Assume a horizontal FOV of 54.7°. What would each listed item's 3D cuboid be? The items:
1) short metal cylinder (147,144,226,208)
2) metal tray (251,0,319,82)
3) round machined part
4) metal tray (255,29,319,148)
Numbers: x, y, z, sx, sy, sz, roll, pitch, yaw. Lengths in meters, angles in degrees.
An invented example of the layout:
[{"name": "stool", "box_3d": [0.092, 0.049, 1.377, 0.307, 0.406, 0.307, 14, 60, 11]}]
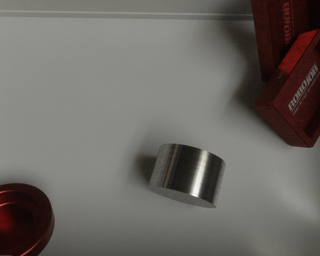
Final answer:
[{"name": "short metal cylinder", "box_3d": [0.031, 0.057, 0.360, 0.080, 0.080, 0.050, 16, 71, 5]}, {"name": "metal tray", "box_3d": [0.172, -0.128, 0.406, 0.090, 0.129, 0.030, -32, 38, -11]}, {"name": "round machined part", "box_3d": [-0.168, 0.113, 0.344, 0.099, 0.042, 0.098, 3, 43, -3]}, {"name": "metal tray", "box_3d": [0.190, -0.051, 0.402, 0.090, 0.030, 0.130, 42, 74, -21]}]
